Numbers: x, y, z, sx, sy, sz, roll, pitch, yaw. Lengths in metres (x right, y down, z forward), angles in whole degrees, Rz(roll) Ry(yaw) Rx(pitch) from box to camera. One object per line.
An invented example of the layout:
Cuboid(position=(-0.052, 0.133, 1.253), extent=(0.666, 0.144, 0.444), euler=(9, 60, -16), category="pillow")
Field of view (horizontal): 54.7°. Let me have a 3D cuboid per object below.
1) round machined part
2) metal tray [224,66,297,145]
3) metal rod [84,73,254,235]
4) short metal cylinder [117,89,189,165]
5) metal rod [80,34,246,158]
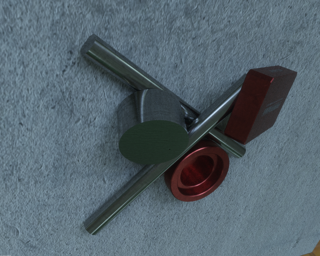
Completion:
Cuboid(position=(0.050, 0.058, 0.461), extent=(0.099, 0.042, 0.097), euler=(-14, 124, -21), category="round machined part")
Cuboid(position=(0.141, -0.036, 0.423), extent=(0.131, 0.030, 0.089), euler=(-19, 132, -53), category="metal tray")
Cuboid(position=(0.008, 0.041, 0.416), extent=(0.300, 0.025, 0.025), euler=(-43, 130, 10), category="metal rod")
Cuboid(position=(-0.010, 0.000, 0.370), extent=(0.081, 0.050, 0.080), euler=(-6, 138, -5), category="short metal cylinder")
Cuboid(position=(0.027, -0.024, 0.410), extent=(0.301, 0.025, 0.025), euler=(31, 101, -38), category="metal rod")
